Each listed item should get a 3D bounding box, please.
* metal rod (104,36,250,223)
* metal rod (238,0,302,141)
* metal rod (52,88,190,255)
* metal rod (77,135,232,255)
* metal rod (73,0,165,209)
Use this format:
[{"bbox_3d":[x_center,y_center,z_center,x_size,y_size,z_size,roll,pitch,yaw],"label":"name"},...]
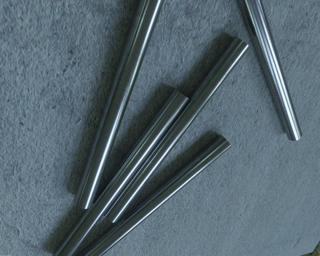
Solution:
[{"bbox_3d":[0.016,0.009,0.420,0.025,0.025,0.299,29,102,-38],"label":"metal rod"},{"bbox_3d":[0.165,-0.079,0.447,0.025,0.025,0.300,-39,129,-2],"label":"metal rod"},{"bbox_3d":[-0.059,0.074,0.419,0.025,0.025,0.299,29,103,-38],"label":"metal rod"},{"bbox_3d":[-0.014,0.116,0.470,0.300,0.025,0.025,-40,129,-1],"label":"metal rod"},{"bbox_3d":[-0.050,-0.031,0.360,0.025,0.025,0.298,9,114,-32],"label":"metal rod"}]
